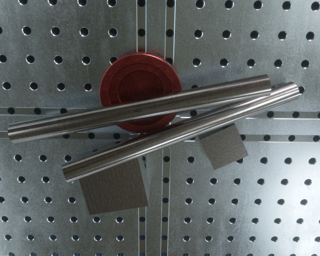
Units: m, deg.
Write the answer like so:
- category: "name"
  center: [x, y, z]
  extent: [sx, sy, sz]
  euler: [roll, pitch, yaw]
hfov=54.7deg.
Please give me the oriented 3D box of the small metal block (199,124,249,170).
- category: "small metal block"
  center: [0.086, 0.022, 0.423]
  extent: [0.050, 0.025, 0.050]
  euler: [-25, 109, 8]

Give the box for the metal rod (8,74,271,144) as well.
- category: "metal rod"
  center: [-0.026, -0.021, 0.360]
  extent: [0.302, 0.025, 0.025]
  euler: [-11, 110, 3]

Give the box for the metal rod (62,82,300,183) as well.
- category: "metal rod"
  center: [0.031, 0.003, 0.381]
  extent: [0.302, 0.025, 0.025]
  euler: [-20, 110, -7]

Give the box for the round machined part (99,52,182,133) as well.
- category: "round machined part"
  center: [-0.023, -0.046, 0.387]
  extent: [0.099, 0.042, 0.097]
  euler: [0, 110, -1]

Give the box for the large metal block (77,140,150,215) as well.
- category: "large metal block"
  center: [-0.062, 0.065, 0.423]
  extent: [0.080, 0.050, 0.079]
  euler: [-10, 110, 3]
